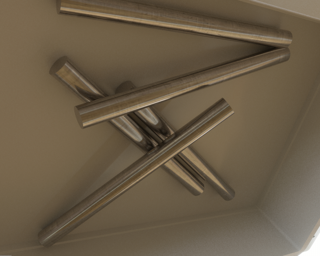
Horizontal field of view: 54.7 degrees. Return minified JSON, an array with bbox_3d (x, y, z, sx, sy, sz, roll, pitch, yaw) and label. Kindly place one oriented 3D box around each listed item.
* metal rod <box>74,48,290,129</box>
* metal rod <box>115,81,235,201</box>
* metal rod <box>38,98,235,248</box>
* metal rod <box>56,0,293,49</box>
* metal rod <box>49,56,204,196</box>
[{"bbox_3d":[0.046,-0.058,0.378,0.302,0.025,0.025,-20,127,-24],"label":"metal rod"},{"bbox_3d":[0.040,0.036,0.454,0.025,0.025,0.300,-44,130,2],"label":"metal rod"},{"bbox_3d":[-0.035,0.061,0.401,0.300,0.025,0.025,-37,130,6],"label":"metal rod"},{"bbox_3d":[0.040,-0.120,0.357,0.303,0.025,0.025,-1,119,-28],"label":"metal rod"},{"bbox_3d":[-0.021,0.018,0.409,0.025,0.025,0.300,-44,130,2],"label":"metal rod"}]
